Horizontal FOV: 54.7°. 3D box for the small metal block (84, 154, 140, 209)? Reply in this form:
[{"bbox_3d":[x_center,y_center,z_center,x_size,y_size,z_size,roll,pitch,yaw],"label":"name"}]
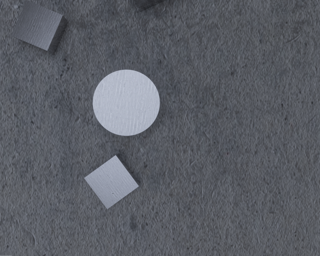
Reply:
[{"bbox_3d":[-0.062,0.069,0.409,0.050,0.025,0.050,-36,90,0],"label":"small metal block"}]

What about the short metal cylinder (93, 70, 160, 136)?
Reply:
[{"bbox_3d":[-0.040,-0.031,0.397,0.081,0.050,0.079,0,90,0],"label":"short metal cylinder"}]

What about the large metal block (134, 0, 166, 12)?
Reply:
[{"bbox_3d":[-0.008,-0.210,0.397,0.080,0.050,0.080,-25,90,0],"label":"large metal block"}]

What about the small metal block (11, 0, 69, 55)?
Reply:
[{"bbox_3d":[-0.157,-0.131,0.408,0.050,0.025,0.050,23,90,0],"label":"small metal block"}]
